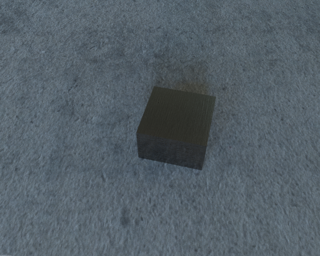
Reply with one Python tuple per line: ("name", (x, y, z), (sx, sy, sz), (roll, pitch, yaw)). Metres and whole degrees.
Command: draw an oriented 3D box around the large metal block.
("large metal block", (0.022, -0.001, 0.388), (0.080, 0.050, 0.080), (11, 51, 8))
